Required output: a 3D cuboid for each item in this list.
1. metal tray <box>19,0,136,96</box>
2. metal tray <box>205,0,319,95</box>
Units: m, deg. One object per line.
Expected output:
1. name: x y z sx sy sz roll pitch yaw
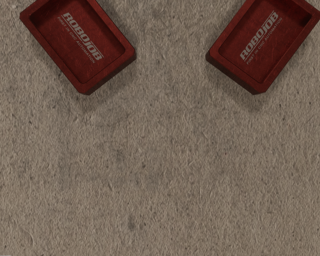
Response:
1. metal tray: -0.105 -0.119 0.405 0.090 0.030 0.130 -38 91 -1
2. metal tray: 0.134 -0.120 0.409 0.090 0.030 0.130 37 90 -1
